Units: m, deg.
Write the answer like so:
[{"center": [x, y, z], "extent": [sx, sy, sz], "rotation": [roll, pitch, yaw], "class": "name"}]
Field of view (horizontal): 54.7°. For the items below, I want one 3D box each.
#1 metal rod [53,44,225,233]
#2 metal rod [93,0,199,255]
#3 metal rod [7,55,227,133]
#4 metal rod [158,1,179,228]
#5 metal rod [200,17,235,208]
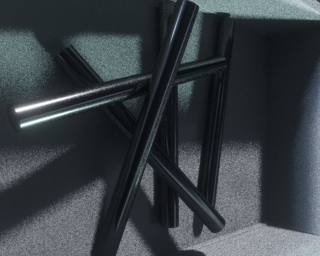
[{"center": [-0.011, 0.028, 0.375], "extent": [0.300, 0.025, 0.025], "rotation": [50, 60, -21], "class": "metal rod"}, {"center": [-0.018, 0.010, 0.341], "extent": [0.025, 0.025, 0.298], "rotation": [14, 97, -40], "class": "metal rod"}, {"center": [-0.016, -0.051, 0.355], "extent": [0.302, 0.025, 0.025], "rotation": [-23, 105, -42], "class": "metal rod"}, {"center": [0.012, -0.017, 0.418], "extent": [0.025, 0.025, 0.298], "rotation": [-1, 91, -40], "class": "metal rod"}, {"center": [0.090, -0.026, 0.484], "extent": [0.025, 0.025, 0.298], "rotation": [13, 82, -40], "class": "metal rod"}]
